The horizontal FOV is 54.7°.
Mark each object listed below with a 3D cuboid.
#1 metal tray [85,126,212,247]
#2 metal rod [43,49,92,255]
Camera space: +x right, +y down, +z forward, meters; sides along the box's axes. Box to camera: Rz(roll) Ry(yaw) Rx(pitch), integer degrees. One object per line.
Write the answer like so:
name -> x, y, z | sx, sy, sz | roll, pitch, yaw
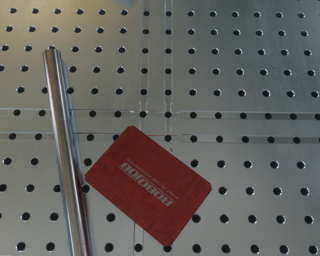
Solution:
metal tray -> -0.014, 0.070, 0.384 | 0.130, 0.030, 0.090 | 37, 74, 12
metal rod -> -0.122, 0.029, 0.399 | 0.025, 0.025, 0.299 | -13, 71, -5
